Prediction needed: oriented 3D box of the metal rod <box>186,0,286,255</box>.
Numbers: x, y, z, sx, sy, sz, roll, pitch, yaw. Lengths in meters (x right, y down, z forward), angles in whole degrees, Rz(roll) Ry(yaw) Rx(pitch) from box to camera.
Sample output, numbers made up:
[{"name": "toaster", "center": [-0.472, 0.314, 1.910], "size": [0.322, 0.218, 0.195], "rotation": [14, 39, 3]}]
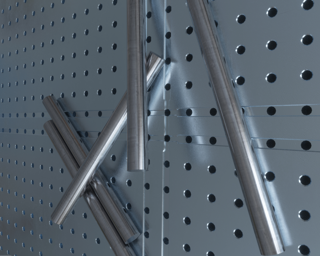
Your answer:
[{"name": "metal rod", "center": [0.079, -0.017, 0.343], "size": [0.025, 0.025, 0.299], "rotation": [-23, 76, 37]}]

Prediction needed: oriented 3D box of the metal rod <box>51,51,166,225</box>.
[{"name": "metal rod", "center": [-0.082, 0.024, 0.451], "size": [0.025, 0.025, 0.299], "rotation": [43, 109, 31]}]

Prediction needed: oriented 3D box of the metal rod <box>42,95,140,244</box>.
[{"name": "metal rod", "center": [-0.122, 0.053, 0.507], "size": [0.300, 0.025, 0.025], "rotation": [51, 120, 27]}]

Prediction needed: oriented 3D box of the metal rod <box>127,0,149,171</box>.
[{"name": "metal rod", "center": [-0.030, -0.095, 0.398], "size": [0.025, 0.025, 0.299], "rotation": [-14, 71, 39]}]

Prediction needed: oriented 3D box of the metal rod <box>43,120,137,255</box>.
[{"name": "metal rod", "center": [-0.120, 0.097, 0.505], "size": [0.300, 0.025, 0.025], "rotation": [51, 120, 27]}]
